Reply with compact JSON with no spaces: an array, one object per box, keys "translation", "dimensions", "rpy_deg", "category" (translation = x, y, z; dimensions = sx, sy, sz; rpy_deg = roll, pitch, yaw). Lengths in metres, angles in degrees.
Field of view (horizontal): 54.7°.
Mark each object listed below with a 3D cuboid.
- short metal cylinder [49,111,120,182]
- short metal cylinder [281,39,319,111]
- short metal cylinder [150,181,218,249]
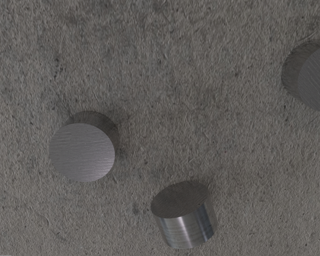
[{"translation":[-0.096,0.023,0.404],"dimensions":[0.081,0.050,0.079],"rpy_deg":[0,110,0],"category":"short metal cylinder"},{"translation":[0.197,-0.064,0.374],"dimensions":[0.081,0.050,0.079],"rpy_deg":[0,110,0],"category":"short metal cylinder"},{"translation":[0.033,0.117,0.424],"dimensions":[0.080,0.080,0.050],"rpy_deg":[-17,109,6],"category":"short metal cylinder"}]
